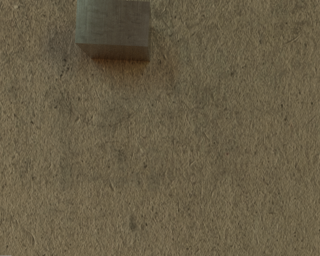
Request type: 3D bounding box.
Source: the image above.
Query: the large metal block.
[{"bbox_3d":[-0.052,-0.117,0.382,0.081,0.080,0.050,3,90,0],"label":"large metal block"}]
